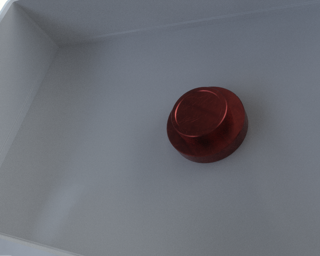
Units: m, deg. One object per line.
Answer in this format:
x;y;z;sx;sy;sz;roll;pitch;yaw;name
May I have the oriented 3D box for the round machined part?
0.053;-0.011;0.374;0.098;0.042;0.098;-13;56;21;round machined part
